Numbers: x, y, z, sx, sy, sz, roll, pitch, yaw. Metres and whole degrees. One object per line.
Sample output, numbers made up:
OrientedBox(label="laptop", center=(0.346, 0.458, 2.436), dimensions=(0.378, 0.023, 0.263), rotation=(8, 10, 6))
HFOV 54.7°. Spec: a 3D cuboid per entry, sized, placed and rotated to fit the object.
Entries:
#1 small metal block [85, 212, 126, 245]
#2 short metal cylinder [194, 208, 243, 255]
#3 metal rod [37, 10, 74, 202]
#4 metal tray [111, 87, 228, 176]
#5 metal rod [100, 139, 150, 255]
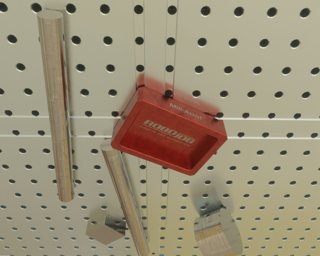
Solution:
OrientedBox(label="small metal block", center=(-0.099, 0.186, 0.569), dimensions=(0.050, 0.025, 0.050), rotation=(-33, 123, 24))
OrientedBox(label="short metal cylinder", center=(0.101, 0.185, 0.535), dimensions=(0.050, 0.080, 0.080), rotation=(-28, 125, 22))
OrientedBox(label="metal rod", center=(-0.131, -0.002, 0.407), dimensions=(0.025, 0.025, 0.298), rotation=(6, 130, -5))
OrientedBox(label="metal tray", center=(0.012, 0.009, 0.416), dimensions=(0.131, 0.030, 0.089), rotation=(22, 127, -18))
OrientedBox(label="metal rod", center=(-0.052, 0.135, 0.526), dimensions=(0.025, 0.025, 0.298), rotation=(-6, 130, 4))
